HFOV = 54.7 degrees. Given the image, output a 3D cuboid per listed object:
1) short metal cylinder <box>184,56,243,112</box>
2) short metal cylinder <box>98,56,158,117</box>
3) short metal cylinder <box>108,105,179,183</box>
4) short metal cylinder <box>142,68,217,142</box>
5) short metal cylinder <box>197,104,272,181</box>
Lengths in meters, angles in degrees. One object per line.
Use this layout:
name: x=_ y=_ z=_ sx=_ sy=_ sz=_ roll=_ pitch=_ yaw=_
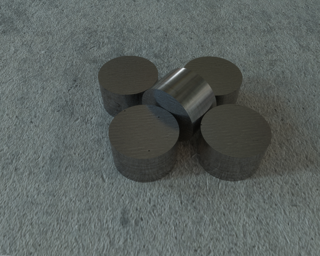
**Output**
short metal cylinder: x=0.070 y=-0.055 z=0.434 sx=0.081 sy=0.050 sz=0.080 roll=0 pitch=50 yaw=0
short metal cylinder: x=-0.043 y=-0.057 z=0.434 sx=0.081 sy=0.050 sz=0.080 roll=0 pitch=50 yaw=0
short metal cylinder: x=-0.018 y=0.018 z=0.372 sx=0.081 sy=0.050 sz=0.080 roll=0 pitch=50 yaw=0
short metal cylinder: x=0.024 y=-0.029 z=0.394 sx=0.080 sy=0.080 sz=0.050 roll=32 pitch=57 yaw=24
short metal cylinder: x=0.087 y=0.017 z=0.374 sx=0.081 sy=0.050 sz=0.080 roll=0 pitch=50 yaw=0
